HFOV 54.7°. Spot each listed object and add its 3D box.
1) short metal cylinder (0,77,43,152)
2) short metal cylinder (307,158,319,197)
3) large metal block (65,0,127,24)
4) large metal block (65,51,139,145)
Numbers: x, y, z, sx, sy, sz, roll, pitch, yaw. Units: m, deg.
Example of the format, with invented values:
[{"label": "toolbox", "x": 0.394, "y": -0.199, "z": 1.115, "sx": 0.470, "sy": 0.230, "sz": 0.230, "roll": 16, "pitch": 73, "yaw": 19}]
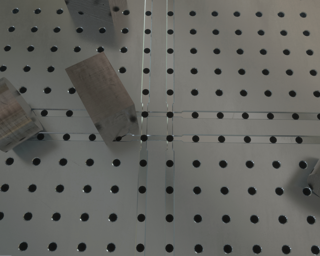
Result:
[{"label": "short metal cylinder", "x": -0.193, "y": -0.016, "z": 0.387, "sx": 0.050, "sy": 0.080, "sz": 0.080, "roll": -34, "pitch": 74, "yaw": -11}, {"label": "short metal cylinder", "x": 0.224, "y": 0.060, "z": 0.362, "sx": 0.080, "sy": 0.080, "sz": 0.050, "roll": 37, "pitch": 74, "yaw": 12}, {"label": "large metal block", "x": -0.100, "y": -0.212, "z": 0.459, "sx": 0.080, "sy": 0.080, "sz": 0.050, "roll": 21, "pitch": 72, "yaw": 7}, {"label": "large metal block", "x": -0.070, "y": -0.035, "z": 0.395, "sx": 0.050, "sy": 0.080, "sz": 0.080, "roll": -28, "pitch": 73, "yaw": -10}]
